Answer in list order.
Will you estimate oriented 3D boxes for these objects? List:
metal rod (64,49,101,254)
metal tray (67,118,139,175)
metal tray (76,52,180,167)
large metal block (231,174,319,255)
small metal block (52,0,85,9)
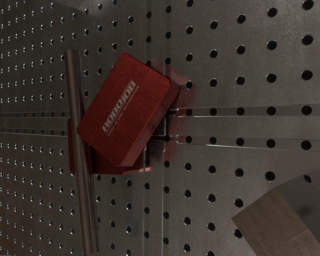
[{"bbox_3d":[-0.116,0.031,0.462,0.025,0.025,0.298,-12,83,39],"label":"metal rod"},{"bbox_3d":[-0.091,0.024,0.479,0.130,0.030,0.089,-5,87,39],"label":"metal tray"},{"bbox_3d":[-0.045,-0.024,0.414,0.090,0.030,0.129,36,98,25],"label":"metal tray"},{"bbox_3d":[0.122,0.093,0.272,0.050,0.081,0.080,-48,62,29],"label":"large metal block"},{"bbox_3d":[-0.147,-0.230,0.512,0.050,0.050,0.025,-34,70,35],"label":"small metal block"}]
